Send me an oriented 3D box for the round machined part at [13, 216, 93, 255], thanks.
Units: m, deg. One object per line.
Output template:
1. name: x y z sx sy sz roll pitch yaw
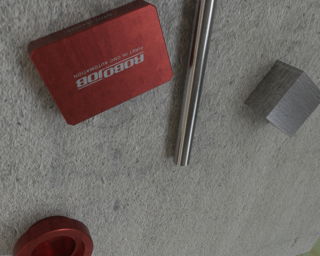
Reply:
1. round machined part: -0.144 0.158 0.416 0.099 0.042 0.097 -14 125 -21

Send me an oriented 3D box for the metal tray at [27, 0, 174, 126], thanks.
1. metal tray: -0.057 -0.069 0.330 0.131 0.030 0.090 -27 128 -12

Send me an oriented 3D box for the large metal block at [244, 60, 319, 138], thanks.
1. large metal block: 0.189 -0.043 0.470 0.080 0.050 0.080 28 103 -38

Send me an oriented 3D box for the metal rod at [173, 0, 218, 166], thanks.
1. metal rod: 0.045 -0.080 0.383 0.025 0.025 0.298 -9 122 -24
